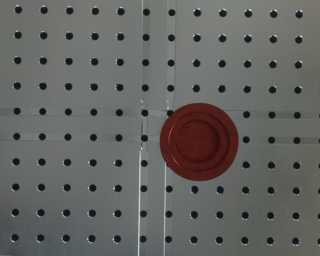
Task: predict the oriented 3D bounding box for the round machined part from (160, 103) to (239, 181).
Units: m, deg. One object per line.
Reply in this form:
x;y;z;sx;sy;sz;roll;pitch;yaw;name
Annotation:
0.049;0.017;0.405;0.099;0.042;0.097;0;90;0;round machined part
